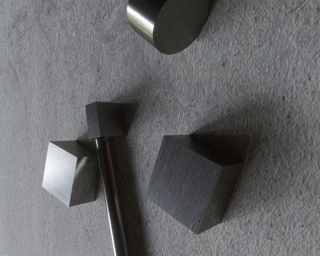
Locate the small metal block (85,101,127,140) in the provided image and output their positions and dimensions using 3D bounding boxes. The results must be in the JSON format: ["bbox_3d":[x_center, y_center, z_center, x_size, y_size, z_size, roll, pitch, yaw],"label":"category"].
[{"bbox_3d":[-0.078,-0.010,0.453,0.025,0.050,0.050,-14,81,39],"label":"small metal block"}]

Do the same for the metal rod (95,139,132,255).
[{"bbox_3d":[-0.068,0.112,0.461,0.025,0.025,0.299,-19,78,38],"label":"metal rod"}]

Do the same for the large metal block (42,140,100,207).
[{"bbox_3d":[-0.144,0.071,0.507,0.080,0.050,0.079,20,103,38],"label":"large metal block"}]

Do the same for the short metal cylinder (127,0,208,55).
[{"bbox_3d":[0.009,-0.134,0.361,0.050,0.081,0.080,46,117,30],"label":"short metal cylinder"}]

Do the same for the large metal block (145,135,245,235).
[{"bbox_3d":[0.038,0.060,0.358,0.080,0.050,0.079,28,107,36],"label":"large metal block"}]
